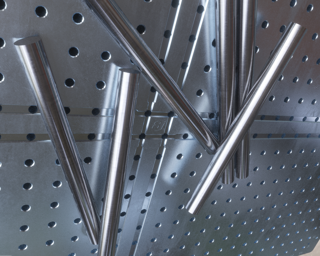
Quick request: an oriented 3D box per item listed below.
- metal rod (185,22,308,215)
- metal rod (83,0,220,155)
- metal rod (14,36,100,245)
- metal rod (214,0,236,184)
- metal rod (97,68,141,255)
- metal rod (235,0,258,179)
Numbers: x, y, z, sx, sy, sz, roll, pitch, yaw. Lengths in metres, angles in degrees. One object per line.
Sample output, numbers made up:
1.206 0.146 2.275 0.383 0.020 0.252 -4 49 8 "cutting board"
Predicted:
0.113 -0.001 0.437 0.025 0.025 0.298 13 112 -34 "metal rod"
0.004 -0.055 0.378 0.025 0.025 0.300 -42 129 0 "metal rod"
-0.109 0.040 0.376 0.025 0.025 0.298 -19 126 -17 "metal rod"
0.094 -0.035 0.439 0.025 0.025 0.298 -21 126 -16 "metal rod"
-0.059 0.073 0.404 0.025 0.025 0.298 -1 113 -28 "metal rod"
0.121 -0.042 0.450 0.025 0.025 0.298 -20 126 -16 "metal rod"
